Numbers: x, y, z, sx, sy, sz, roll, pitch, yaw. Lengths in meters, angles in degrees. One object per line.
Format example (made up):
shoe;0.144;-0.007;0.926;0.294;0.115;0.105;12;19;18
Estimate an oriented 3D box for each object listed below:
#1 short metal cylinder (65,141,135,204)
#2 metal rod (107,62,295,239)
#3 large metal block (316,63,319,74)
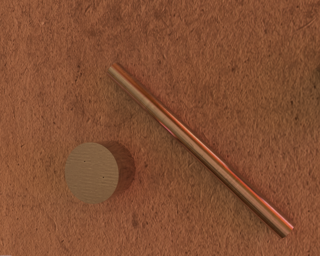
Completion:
short metal cylinder;-0.081;0.058;0.424;0.080;0.050;0.080;0;90;20
metal rod;0.041;0.019;0.394;0.300;0.025;0.025;44;104;14
large metal block;0.224;-0.056;0.317;0.080;0.050;0.080;-33;80;17
